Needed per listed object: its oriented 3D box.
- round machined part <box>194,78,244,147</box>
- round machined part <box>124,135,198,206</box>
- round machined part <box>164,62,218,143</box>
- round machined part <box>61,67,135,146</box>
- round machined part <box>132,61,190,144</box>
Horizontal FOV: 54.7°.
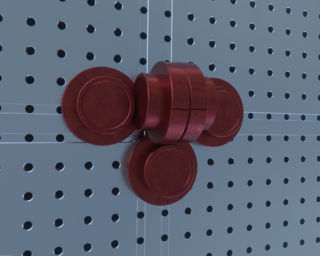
[{"bbox_3d":[0.076,-0.022,0.432,0.099,0.042,0.097,0,90,-21],"label":"round machined part"},{"bbox_3d":[0.006,0.054,0.407,0.099,0.042,0.097,0,90,-21],"label":"round machined part"},{"bbox_3d":[0.036,-0.031,0.382,0.042,0.098,0.097,-1,91,-20],"label":"round machined part"},{"bbox_3d":[-0.069,-0.027,0.379,0.099,0.042,0.097,0,90,-21],"label":"round machined part"},{"bbox_3d":[-0.005,-0.030,0.366,0.042,0.098,0.097,1,90,-20],"label":"round machined part"}]
